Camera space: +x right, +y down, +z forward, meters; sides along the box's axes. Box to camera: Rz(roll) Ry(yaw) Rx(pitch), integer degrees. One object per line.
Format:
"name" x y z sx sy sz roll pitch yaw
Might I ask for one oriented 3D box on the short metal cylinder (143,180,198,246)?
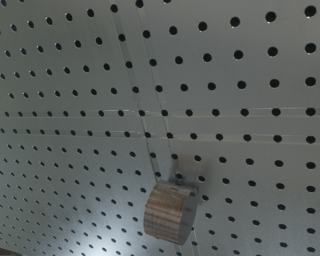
"short metal cylinder" 0.017 0.118 0.438 0.050 0.080 0.079 11 123 22
